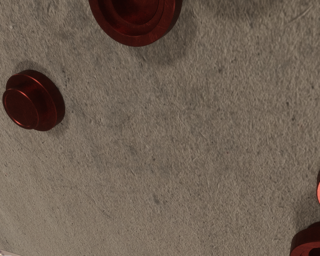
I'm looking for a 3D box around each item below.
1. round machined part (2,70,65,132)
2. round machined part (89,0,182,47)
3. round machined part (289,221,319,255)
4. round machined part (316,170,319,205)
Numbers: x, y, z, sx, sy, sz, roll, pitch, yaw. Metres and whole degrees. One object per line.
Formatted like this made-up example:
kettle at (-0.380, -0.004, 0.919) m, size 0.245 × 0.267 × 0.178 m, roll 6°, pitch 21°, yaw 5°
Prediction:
round machined part at (-0.200, -0.036, 0.476) m, size 0.098 × 0.042 × 0.097 m, roll 13°, pitch 124°, yaw 20°
round machined part at (-0.022, -0.138, 0.321) m, size 0.098 × 0.042 × 0.097 m, roll 13°, pitch 124°, yaw 20°
round machined part at (0.211, 0.150, 0.372) m, size 0.098 × 0.042 × 0.097 m, roll 16°, pitch 133°, yaw 18°
round machined part at (0.220, 0.073, 0.326) m, size 0.098 × 0.042 × 0.097 m, roll 13°, pitch 124°, yaw 20°
